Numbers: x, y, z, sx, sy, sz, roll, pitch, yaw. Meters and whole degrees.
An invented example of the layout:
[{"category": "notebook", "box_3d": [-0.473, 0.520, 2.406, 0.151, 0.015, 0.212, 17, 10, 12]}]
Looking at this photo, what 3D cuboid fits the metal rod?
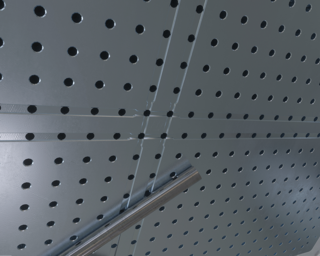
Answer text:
[{"category": "metal rod", "box_3d": [-0.068, 0.150, 0.467, 0.301, 0.025, 0.025, -32, 129, -7]}]
